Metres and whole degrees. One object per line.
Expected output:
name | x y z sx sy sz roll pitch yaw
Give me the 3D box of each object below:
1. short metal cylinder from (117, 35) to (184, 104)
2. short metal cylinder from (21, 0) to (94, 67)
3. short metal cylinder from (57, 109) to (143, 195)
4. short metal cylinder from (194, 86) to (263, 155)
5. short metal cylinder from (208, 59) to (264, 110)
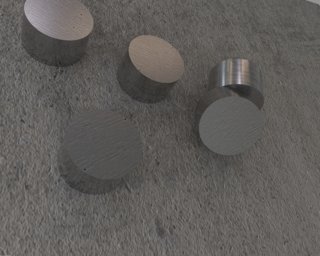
short metal cylinder | -0.014 -0.081 0.429 0.081 0.050 0.080 14 56 -21
short metal cylinder | -0.131 -0.125 0.394 0.081 0.050 0.080 14 56 -21
short metal cylinder | -0.066 0.026 0.336 0.081 0.050 0.080 14 56 -21
short metal cylinder | 0.089 -0.011 0.414 0.080 0.080 0.050 28 18 -11
short metal cylinder | 0.112 -0.057 0.463 0.080 0.080 0.050 20 54 -16
